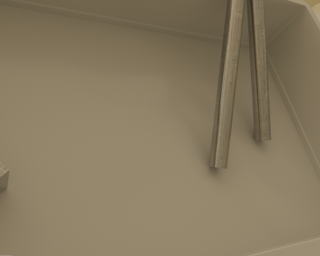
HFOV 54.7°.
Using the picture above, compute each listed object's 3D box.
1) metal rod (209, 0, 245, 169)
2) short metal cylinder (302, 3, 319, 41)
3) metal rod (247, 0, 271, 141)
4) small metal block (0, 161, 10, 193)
[{"bbox_3d":[0.098,-0.093,0.437,0.025,0.025,0.298,10,83,-23],"label":"metal rod"},{"bbox_3d":[0.392,-0.253,0.743,0.050,0.080,0.080,14,56,-21],"label":"short metal cylinder"},{"bbox_3d":[0.150,-0.130,0.474,0.025,0.025,0.298,-8,96,-32],"label":"metal rod"},{"bbox_3d":[-0.163,0.053,0.270,0.025,0.050,0.050,43,51,1],"label":"small metal block"}]
